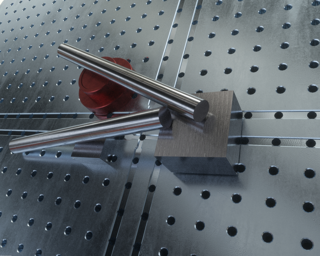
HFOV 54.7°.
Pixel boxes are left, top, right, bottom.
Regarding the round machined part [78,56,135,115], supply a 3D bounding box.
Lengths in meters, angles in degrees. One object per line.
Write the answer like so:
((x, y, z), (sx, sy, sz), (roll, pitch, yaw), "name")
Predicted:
((-0.087, -0.073, 0.485), (0.098, 0.042, 0.098), (-13, 56, 20), "round machined part")

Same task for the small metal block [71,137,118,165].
((-0.092, 0.024, 0.440), (0.050, 0.025, 0.050), (0, 62, 27), "small metal block")

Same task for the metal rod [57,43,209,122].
((-0.058, -0.073, 0.420), (0.300, 0.025, 0.025), (29, 77, 40), "metal rod")

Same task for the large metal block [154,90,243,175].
((0.047, 0.006, 0.359), (0.080, 0.050, 0.080), (-2, 61, 27), "large metal block")

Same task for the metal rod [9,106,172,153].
((-0.116, 0.009, 0.426), (0.300, 0.025, 0.025), (-10, 57, 35), "metal rod")
